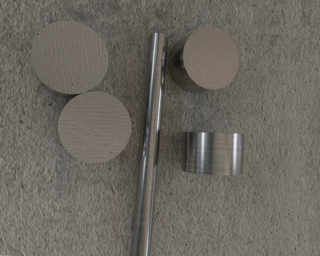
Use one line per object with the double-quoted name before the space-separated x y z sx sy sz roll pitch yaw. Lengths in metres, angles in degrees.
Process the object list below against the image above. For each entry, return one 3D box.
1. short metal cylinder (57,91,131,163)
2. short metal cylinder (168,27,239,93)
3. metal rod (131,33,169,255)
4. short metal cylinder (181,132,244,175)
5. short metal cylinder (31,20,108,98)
"short metal cylinder" -0.079 -0.001 0.366 0.081 0.050 0.079 0 90 -20
"short metal cylinder" 0.058 -0.089 0.417 0.081 0.050 0.079 0 90 -20
"metal rod" -0.014 0.027 0.403 0.025 0.025 0.298 5 88 -20
"short metal cylinder" 0.068 0.031 0.405 0.081 0.080 0.050 2 90 -20
"short metal cylinder" -0.104 -0.076 0.357 0.081 0.050 0.079 0 90 -20
